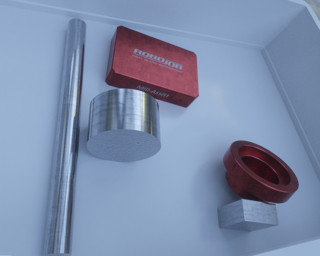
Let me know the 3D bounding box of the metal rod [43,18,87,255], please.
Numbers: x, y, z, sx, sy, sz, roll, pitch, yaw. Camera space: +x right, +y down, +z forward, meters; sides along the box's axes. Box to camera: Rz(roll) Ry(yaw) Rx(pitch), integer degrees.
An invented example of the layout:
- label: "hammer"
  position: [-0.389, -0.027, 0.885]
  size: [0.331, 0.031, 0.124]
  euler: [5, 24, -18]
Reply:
- label: "metal rod"
  position: [-0.105, -0.013, 0.357]
  size: [0.025, 0.025, 0.299]
  euler: [10, 58, -24]

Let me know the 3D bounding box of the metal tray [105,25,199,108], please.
- label: "metal tray"
  position: [-0.008, -0.089, 0.454]
  size: [0.131, 0.030, 0.090]
  euler: [15, 56, -20]

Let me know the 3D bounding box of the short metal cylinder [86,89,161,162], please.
- label: "short metal cylinder"
  position: [-0.040, -0.001, 0.350]
  size: [0.081, 0.080, 0.050]
  euler: [11, 57, -23]

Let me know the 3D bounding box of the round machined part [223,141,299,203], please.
- label: "round machined part"
  position: [0.127, 0.063, 0.412]
  size: [0.099, 0.042, 0.098]
  euler: [20, 29, -11]

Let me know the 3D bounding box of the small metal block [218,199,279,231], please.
- label: "small metal block"
  position: [0.108, 0.109, 0.382]
  size: [0.050, 0.050, 0.025]
  euler: [13, 59, -22]
